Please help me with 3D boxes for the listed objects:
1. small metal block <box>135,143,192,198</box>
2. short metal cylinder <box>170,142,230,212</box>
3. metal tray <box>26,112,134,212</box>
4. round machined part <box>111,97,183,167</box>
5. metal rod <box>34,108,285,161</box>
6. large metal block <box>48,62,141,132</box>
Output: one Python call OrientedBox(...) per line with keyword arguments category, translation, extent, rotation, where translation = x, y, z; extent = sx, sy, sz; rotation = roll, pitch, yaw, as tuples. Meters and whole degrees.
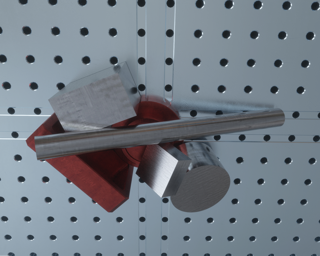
OrientedBox(category="small metal block", translation=(0.003, 0.047, 0.371), extent=(0.025, 0.050, 0.050), rotation=(4, 115, -47))
OrientedBox(category="short metal cylinder", translation=(0.045, 0.065, 0.412), extent=(0.081, 0.050, 0.079), rotation=(-8, 124, -13))
OrientedBox(category="metal tray", translation=(-0.092, 0.035, 0.389), extent=(0.030, 0.090, 0.130), rotation=(-42, 105, 14))
OrientedBox(category="round machined part", translation=(-0.017, 0.012, 0.411), extent=(0.099, 0.042, 0.097), rotation=(0, 110, -1))
OrientedBox(category="metal rod", translation=(0.016, 0.003, 0.364), extent=(0.303, 0.025, 0.025), rotation=(-7, 111, -19))
OrientedBox(category="large metal block", translation=(-0.072, -0.036, 0.368), extent=(0.080, 0.080, 0.050), rotation=(-20, 109, 7))
